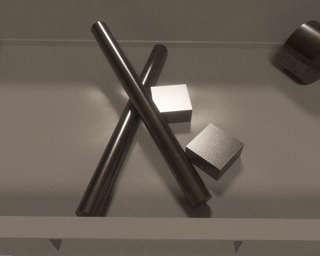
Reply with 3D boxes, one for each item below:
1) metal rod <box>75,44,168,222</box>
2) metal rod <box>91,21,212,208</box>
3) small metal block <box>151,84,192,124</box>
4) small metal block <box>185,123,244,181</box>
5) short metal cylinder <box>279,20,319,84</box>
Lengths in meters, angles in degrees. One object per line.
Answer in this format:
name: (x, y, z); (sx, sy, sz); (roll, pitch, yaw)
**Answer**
metal rod: (-0.038, -0.017, 0.419); (0.025, 0.025, 0.300); (12, 51, 9)
metal rod: (-0.023, -0.035, 0.403); (0.025, 0.025, 0.299); (-22, 63, -18)
small metal block: (0.015, -0.033, 0.433); (0.050, 0.025, 0.050); (-5, 50, -5)
small metal block: (0.067, 0.029, 0.382); (0.050, 0.025, 0.050); (35, 58, 25)
short metal cylinder: (0.229, -0.113, 0.468); (0.081, 0.080, 0.050); (-25, 55, -20)
